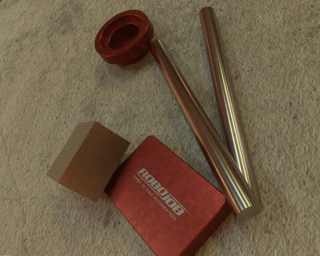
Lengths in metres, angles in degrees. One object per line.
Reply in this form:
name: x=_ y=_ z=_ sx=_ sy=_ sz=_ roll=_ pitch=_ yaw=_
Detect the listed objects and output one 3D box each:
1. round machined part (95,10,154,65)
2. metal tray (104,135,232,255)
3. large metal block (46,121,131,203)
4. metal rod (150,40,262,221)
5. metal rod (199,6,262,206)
round machined part: x=-0.054 y=-0.142 z=0.507 sx=0.098 sy=0.042 sz=0.098 roll=-13 pitch=56 yaw=20
metal tray: x=0.004 y=0.077 z=0.350 sx=0.090 sy=0.030 sz=0.130 roll=-47 pitch=52 yaw=-5
large metal block: x=-0.092 y=0.040 z=0.389 sx=0.080 sy=0.050 sz=0.080 roll=-3 pitch=55 yaw=61
metal rod: x=0.038 y=-0.025 z=0.380 sx=0.025 sy=0.025 sz=0.300 roll=-30 pitch=46 yaw=8
metal rod: x=0.080 y=-0.049 z=0.390 sx=0.025 sy=0.025 sz=0.299 roll=-16 pitch=55 yaw=18
